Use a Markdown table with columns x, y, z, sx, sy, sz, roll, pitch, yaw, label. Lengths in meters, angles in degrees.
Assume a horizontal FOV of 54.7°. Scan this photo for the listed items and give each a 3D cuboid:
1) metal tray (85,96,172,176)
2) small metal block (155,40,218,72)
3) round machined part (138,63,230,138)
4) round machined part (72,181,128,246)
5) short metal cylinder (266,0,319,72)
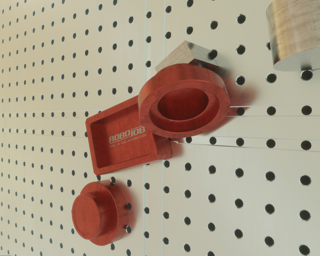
| x | y | z | sx | sy | sz | roll | pitch | yaw | label |
| --- | --- | --- | --- | --- | --- | --- | --- | --- | --- |
| -0.050 | 0.013 | 0.444 | 0.130 | 0.030 | 0.090 | -19 | 78 | 38 | metal tray |
| 0.031 | -0.072 | 0.365 | 0.050 | 0.050 | 0.025 | -36 | 67 | 34 | small metal block |
| 0.025 | -0.033 | 0.346 | 0.098 | 0.099 | 0.042 | -36 | 45 | 34 | round machined part |
| -0.099 | 0.132 | 0.477 | 0.098 | 0.042 | 0.097 | 0 | 90 | 39 | round machined part |
| 0.135 | -0.083 | 0.262 | 0.080 | 0.081 | 0.050 | -9 | 84 | 39 | short metal cylinder |
